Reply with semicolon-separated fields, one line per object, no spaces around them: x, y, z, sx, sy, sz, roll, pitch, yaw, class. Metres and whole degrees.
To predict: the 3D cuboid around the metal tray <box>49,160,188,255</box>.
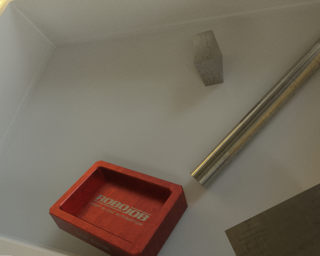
-0.047;0.090;0.348;0.130;0.030;0.090;12;43;32;metal tray

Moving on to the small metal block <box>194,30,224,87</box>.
0.065;-0.092;0.411;0.025;0.050;0.050;-10;58;23;small metal block

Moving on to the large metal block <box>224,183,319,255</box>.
0.110;0.098;0.253;0.080;0.080;0.050;-30;52;9;large metal block

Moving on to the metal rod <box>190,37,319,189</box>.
0.147;-0.047;0.357;0.300;0.025;0.025;-46;51;-4;metal rod
